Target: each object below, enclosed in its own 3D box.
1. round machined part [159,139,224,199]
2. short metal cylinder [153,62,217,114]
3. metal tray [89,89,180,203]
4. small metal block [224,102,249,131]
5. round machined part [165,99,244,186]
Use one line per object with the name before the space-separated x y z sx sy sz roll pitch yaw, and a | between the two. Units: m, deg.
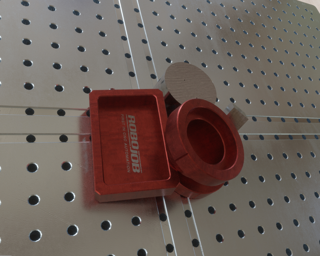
round machined part | 0.048 0.038 0.401 0.099 0.042 0.098 14 56 -21
short metal cylinder | 0.032 -0.046 0.439 0.081 0.050 0.080 14 56 -21
metal tray | -0.034 0.016 0.364 0.091 0.030 0.130 -3 62 -14
small metal block | 0.095 -0.007 0.437 0.025 0.050 0.050 40 16 -2
round machined part | 0.045 0.019 0.350 0.099 0.042 0.098 21 52 -29
